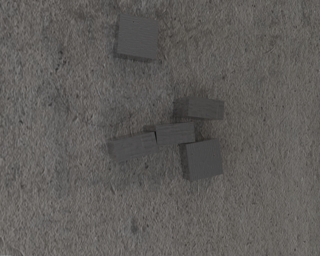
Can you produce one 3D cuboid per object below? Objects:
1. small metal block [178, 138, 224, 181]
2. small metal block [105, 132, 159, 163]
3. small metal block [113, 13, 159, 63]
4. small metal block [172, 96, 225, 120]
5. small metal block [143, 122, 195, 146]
[{"bbox_3d":[0.057,0.042,0.430,0.050,0.025,0.050,-9,93,-20],"label":"small metal block"},{"bbox_3d":[-0.036,0.022,0.382,0.050,0.050,0.025,-13,95,-20],"label":"small metal block"},{"bbox_3d":[-0.031,-0.114,0.397,0.050,0.025,0.050,5,89,-20],"label":"small metal block"},{"bbox_3d":[0.050,-0.025,0.414,0.050,0.050,0.025,5,89,-20],"label":"small metal block"},{"bbox_3d":[0.011,0.007,0.400,0.050,0.050,0.025,-6,92,-20],"label":"small metal block"}]
